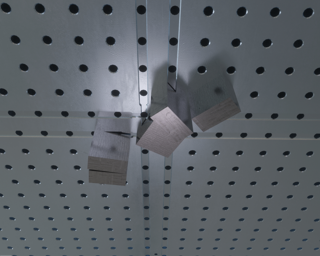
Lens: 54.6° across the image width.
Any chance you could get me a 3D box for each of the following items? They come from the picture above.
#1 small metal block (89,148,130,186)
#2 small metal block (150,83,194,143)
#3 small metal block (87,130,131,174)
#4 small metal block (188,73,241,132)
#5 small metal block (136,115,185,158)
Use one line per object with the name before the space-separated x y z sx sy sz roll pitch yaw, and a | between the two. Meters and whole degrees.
small metal block | -0.071 0.052 0.439 0.050 0.050 0.025 6 130 -6
small metal block | 0.014 -0.019 0.379 0.025 0.050 0.050 -31 123 23
small metal block | -0.068 0.032 0.422 0.050 0.050 0.025 9 130 -8
small metal block | 0.063 -0.030 0.370 0.050 0.050 0.025 -31 124 23
small metal block | 0.002 0.008 0.418 0.050 0.025 0.050 24 126 -19
